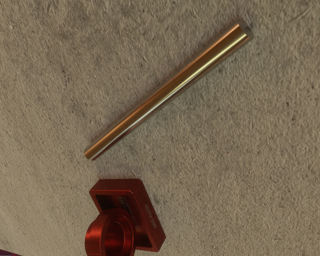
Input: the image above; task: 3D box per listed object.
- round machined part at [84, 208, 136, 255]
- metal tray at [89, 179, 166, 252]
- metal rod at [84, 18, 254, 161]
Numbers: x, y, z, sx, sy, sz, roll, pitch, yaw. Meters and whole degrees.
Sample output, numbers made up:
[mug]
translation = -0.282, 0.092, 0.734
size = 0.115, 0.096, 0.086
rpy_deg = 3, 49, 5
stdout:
[round machined part]
translation = -0.081, 0.179, 0.492
size = 0.042, 0.098, 0.097
rpy_deg = -10, 114, 26
[metal tray]
translation = -0.053, 0.147, 0.520
size = 0.090, 0.030, 0.129
rpy_deg = -7, 115, 31
[metal rod]
translation = -0.012, -0.029, 0.394
size = 0.025, 0.025, 0.299
rpy_deg = 49, 128, -7
